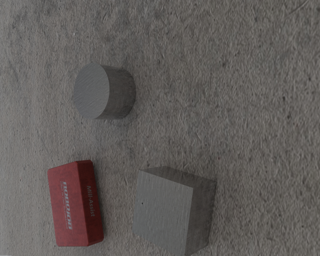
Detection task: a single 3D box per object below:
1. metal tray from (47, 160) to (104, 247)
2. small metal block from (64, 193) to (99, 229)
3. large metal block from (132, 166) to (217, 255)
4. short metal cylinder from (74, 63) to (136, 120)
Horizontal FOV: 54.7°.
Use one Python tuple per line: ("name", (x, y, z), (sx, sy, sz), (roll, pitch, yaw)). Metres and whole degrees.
("metal tray", (-0.141, 0.124, 0.509), (0.090, 0.030, 0.129), (-18, 78, 38))
("small metal block", (-0.130, 0.138, 0.512), (0.050, 0.025, 0.050), (-17, 79, 38))
("large metal block", (0.016, 0.096, 0.375), (0.080, 0.050, 0.079), (12, 97, 39))
("short metal cylinder", (-0.082, -0.052, 0.456), (0.080, 0.050, 0.080), (0, 90, 40))
